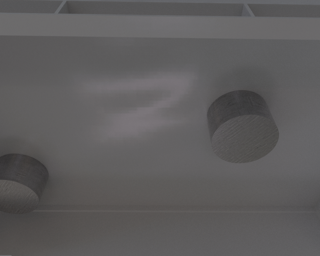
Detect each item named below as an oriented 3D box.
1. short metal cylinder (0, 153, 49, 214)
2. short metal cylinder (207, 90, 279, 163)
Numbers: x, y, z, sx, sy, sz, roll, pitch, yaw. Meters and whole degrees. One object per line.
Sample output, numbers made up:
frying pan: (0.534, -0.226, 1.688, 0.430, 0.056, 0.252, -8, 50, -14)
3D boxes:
short metal cylinder: (-0.214, 0.084, 0.462, 0.081, 0.050, 0.079, 0, 130, 0)
short metal cylinder: (0.102, -0.001, 0.393, 0.081, 0.050, 0.079, 0, 130, 0)
